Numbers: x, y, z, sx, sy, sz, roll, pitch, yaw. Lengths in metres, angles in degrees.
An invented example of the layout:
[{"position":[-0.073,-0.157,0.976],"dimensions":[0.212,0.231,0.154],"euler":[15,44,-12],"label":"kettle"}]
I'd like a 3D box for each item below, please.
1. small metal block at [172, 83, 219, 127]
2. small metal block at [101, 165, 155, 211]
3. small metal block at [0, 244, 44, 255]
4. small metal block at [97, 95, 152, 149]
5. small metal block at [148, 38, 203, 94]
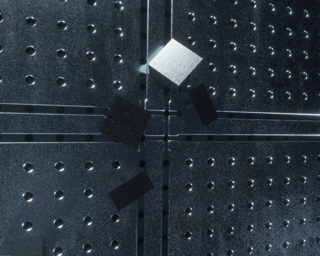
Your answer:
[{"position":[0.047,-0.030,0.418],"dimensions":[0.025,0.050,0.050],"euler":[-29,100,-18],"label":"small metal block"},{"position":[-0.041,0.073,0.385],"dimensions":[0.050,0.050,0.025],"euler":[-31,101,-18],"label":"small metal block"},{"position":[-0.155,0.156,0.343],"dimensions":[0.050,0.050,0.025],"euler":[-7,93,-20],"label":"small metal block"},{"position":[-0.046,-0.007,0.397],"dimensions":[0.050,0.025,0.050],"euler":[26,81,-19],"label":"small metal block"},{"position":[0.021,-0.082,0.410],"dimensions":[0.050,0.025,0.050],"euler":[37,76,14],"label":"small metal block"}]
